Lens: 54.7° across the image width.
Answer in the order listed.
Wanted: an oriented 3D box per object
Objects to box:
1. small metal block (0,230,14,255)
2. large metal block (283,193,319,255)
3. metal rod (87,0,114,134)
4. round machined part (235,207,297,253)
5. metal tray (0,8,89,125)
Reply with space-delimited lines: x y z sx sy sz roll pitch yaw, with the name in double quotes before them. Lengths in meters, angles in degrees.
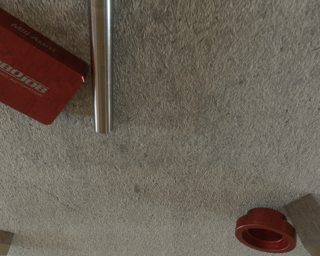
"small metal block" -0.312 0.218 0.590 0.050 0.025 0.050 19 128 -16
"large metal block" 0.261 0.170 0.515 0.050 0.080 0.080 -34 123 18
"metal rod" -0.059 -0.114 0.309 0.025 0.025 0.298 4 130 -4
"round machined part" 0.182 0.172 0.532 0.098 0.042 0.097 13 140 12
"metal tray" -0.159 -0.068 0.345 0.131 0.030 0.090 32 123 -24
